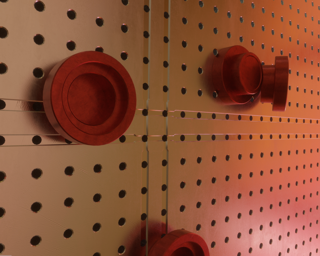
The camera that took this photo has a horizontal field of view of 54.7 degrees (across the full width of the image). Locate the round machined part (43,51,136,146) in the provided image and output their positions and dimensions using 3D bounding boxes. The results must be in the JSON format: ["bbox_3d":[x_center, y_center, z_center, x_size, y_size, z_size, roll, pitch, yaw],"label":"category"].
[{"bbox_3d":[-0.077,-0.031,0.335,0.099,0.042,0.097,0,90,-40],"label":"round machined part"}]

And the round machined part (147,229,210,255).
[{"bbox_3d":[0.019,0.186,0.417,0.099,0.042,0.097,0,90,-40],"label":"round machined part"}]

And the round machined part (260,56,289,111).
[{"bbox_3d":[0.203,-0.079,0.554,0.098,0.042,0.097,2,91,-71],"label":"round machined part"}]

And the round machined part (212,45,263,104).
[{"bbox_3d":[0.135,-0.088,0.514,0.099,0.042,0.097,0,90,-40],"label":"round machined part"}]
